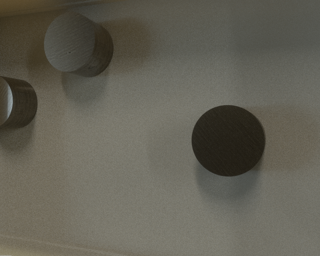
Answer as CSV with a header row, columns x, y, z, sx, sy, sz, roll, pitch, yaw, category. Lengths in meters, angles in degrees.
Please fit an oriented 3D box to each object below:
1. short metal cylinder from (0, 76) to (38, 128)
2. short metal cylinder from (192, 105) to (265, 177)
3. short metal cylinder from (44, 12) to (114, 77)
x,y,z,sx,sy,sz,roll,pitch,yaw,category
-0.241,-0.039,0.482,0.080,0.050,0.080,0,90,20,short metal cylinder
0.083,0.014,0.368,0.080,0.050,0.080,0,90,20,short metal cylinder
-0.114,-0.115,0.437,0.080,0.050,0.080,0,90,20,short metal cylinder
